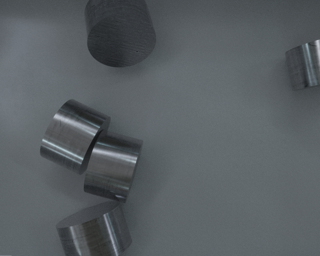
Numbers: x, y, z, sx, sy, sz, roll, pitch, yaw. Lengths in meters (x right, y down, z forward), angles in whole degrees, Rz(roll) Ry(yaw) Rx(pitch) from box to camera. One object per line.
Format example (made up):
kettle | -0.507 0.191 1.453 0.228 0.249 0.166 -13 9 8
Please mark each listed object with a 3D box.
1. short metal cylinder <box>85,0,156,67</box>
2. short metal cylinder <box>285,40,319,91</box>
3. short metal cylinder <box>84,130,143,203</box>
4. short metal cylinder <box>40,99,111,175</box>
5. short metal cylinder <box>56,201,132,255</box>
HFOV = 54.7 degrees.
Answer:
short metal cylinder | -0.049 -0.120 0.376 0.080 0.080 0.050 -13 58 0
short metal cylinder | 0.204 -0.080 0.387 0.080 0.080 0.050 -11 90 0
short metal cylinder | -0.056 0.047 0.383 0.050 0.080 0.080 15 90 0
short metal cylinder | -0.102 0.011 0.383 0.050 0.080 0.080 26 90 -1
short metal cylinder | -0.081 0.130 0.383 0.080 0.080 0.050 -17 90 0
